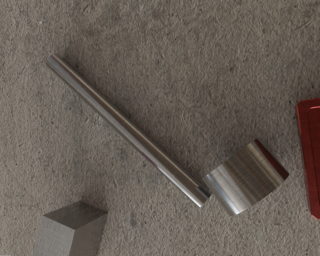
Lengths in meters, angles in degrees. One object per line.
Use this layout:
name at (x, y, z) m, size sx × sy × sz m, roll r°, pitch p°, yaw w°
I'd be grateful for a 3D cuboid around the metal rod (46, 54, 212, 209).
metal rod at (-0.051, -0.004, 0.425) m, size 0.300 × 0.025 × 0.025 m, roll 41°, pitch 103°, yaw 15°

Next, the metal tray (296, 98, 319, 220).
metal tray at (0.203, 0.029, 0.334) m, size 0.090 × 0.030 × 0.129 m, roll -7°, pitch 88°, yaw 19°

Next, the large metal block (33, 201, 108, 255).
large metal block at (-0.121, 0.154, 0.421) m, size 0.050 × 0.080 × 0.079 m, roll 16°, pitch 96°, yaw 19°

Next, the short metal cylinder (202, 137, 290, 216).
short metal cylinder at (0.094, 0.053, 0.346) m, size 0.080 × 0.080 × 0.050 m, roll -40°, pitch 78°, yaw 15°
